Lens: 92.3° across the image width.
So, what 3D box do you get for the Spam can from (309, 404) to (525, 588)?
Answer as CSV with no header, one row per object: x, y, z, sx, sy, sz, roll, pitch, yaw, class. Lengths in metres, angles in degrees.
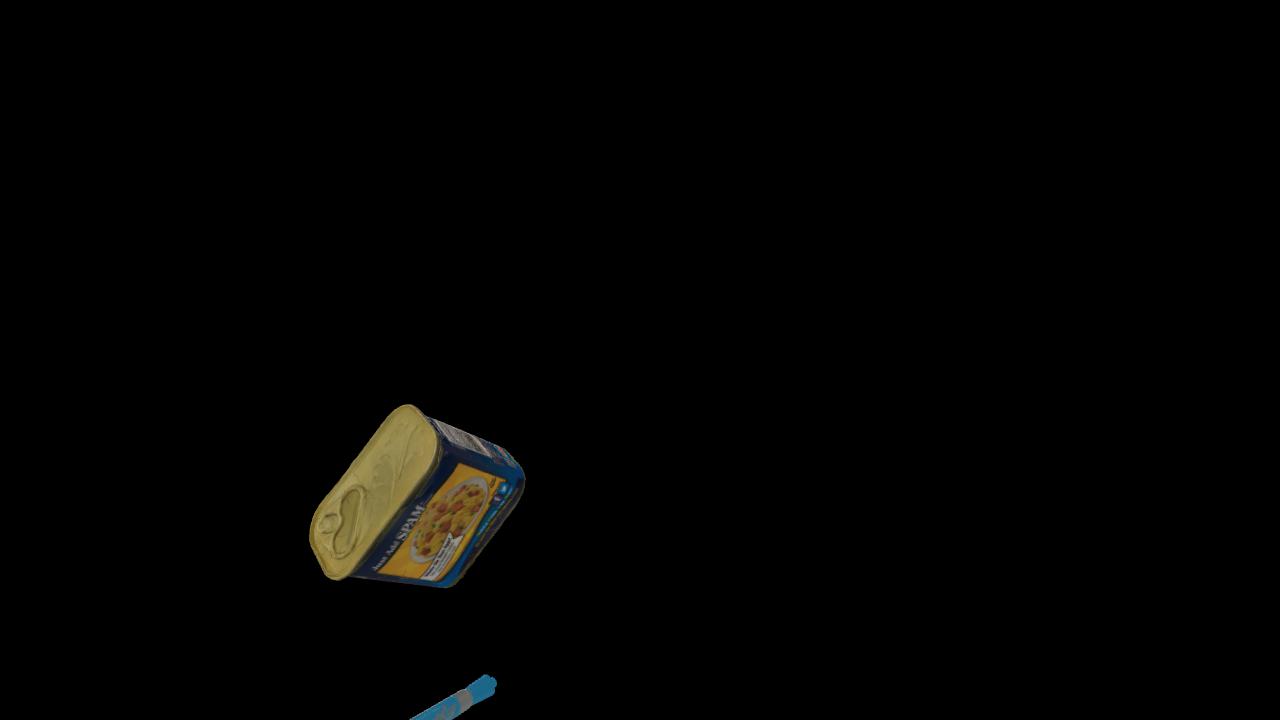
-0.132,0.089,0.380,0.058,0.101,0.085,37,-1,38,Spam can

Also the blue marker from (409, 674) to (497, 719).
-0.168,0.294,0.506,0.020,0.020,0.121,0,5,38,blue marker
